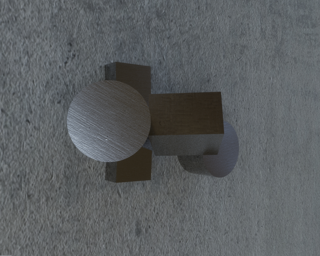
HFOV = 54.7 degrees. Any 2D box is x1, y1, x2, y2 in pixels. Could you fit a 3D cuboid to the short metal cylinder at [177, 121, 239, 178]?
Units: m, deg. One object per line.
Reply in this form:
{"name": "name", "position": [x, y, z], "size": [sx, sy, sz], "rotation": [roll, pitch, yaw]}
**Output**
{"name": "short metal cylinder", "position": [0.070, 0.029, 0.451], "size": [0.081, 0.050, 0.079], "rotation": [0, 90, -40]}

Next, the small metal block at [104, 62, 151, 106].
{"name": "small metal block", "position": [-0.038, -0.051, 0.375], "size": [0.050, 0.025, 0.050], "rotation": [-2, 91, -40]}

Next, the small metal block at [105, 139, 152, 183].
{"name": "small metal block", "position": [-0.038, 0.038, 0.376], "size": [0.050, 0.025, 0.050], "rotation": [4, 88, -40]}

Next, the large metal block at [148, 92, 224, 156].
{"name": "large metal block", "position": [0.031, -0.002, 0.374], "size": [0.080, 0.080, 0.050], "rotation": [78, 11, -68]}

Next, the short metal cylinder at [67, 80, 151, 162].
{"name": "short metal cylinder", "position": [-0.051, -0.007, 0.325], "size": [0.081, 0.050, 0.079], "rotation": [0, 91, -5]}
